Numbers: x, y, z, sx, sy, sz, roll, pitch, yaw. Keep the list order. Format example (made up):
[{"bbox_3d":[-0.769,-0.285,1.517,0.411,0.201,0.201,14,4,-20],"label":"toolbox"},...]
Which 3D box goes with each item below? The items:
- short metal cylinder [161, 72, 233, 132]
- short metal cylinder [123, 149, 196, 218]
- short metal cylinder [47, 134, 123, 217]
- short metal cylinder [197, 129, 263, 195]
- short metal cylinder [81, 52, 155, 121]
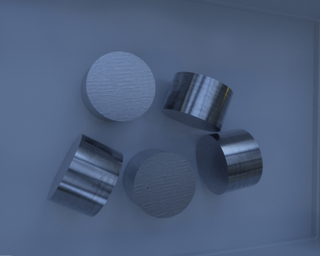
[{"bbox_3d":[0.048,-0.032,0.400,0.080,0.080,0.050,23,83,-19],"label":"short metal cylinder"},{"bbox_3d":[-0.002,0.069,0.396,0.081,0.050,0.079,0,90,-21],"label":"short metal cylinder"},{"bbox_3d":[-0.084,0.053,0.349,0.050,0.080,0.080,29,81,-18],"label":"short metal cylinder"},{"bbox_3d":[0.090,0.044,0.414,0.050,0.080,0.079,-10,94,-20],"label":"short metal cylinder"},{"bbox_3d":[-0.052,-0.048,0.377,0.081,0.050,0.079,0,90,-21],"label":"short metal cylinder"}]
